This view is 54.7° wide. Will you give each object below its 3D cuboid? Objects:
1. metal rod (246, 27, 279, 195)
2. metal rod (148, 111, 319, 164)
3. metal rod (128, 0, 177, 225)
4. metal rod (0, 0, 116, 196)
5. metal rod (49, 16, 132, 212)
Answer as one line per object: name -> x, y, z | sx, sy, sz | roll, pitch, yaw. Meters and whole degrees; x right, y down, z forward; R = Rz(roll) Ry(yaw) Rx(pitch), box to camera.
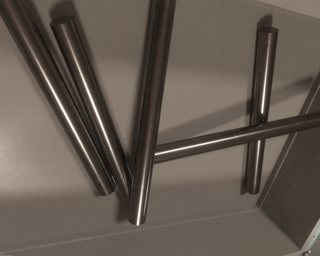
metal rod -> 0.158, -0.007, 0.493 | 0.025, 0.025, 0.298 | -19, 126, -18
metal rod -> 0.124, 0.011, 0.459 | 0.302, 0.025, 0.025 | -11, 124, -13
metal rod -> -0.013, -0.009, 0.379 | 0.025, 0.025, 0.298 | -4, 115, -27
metal rod -> -0.107, -0.031, 0.331 | 0.025, 0.025, 0.298 | -26, 128, -12
metal rod -> -0.064, 0.014, 0.383 | 0.025, 0.025, 0.298 | -25, 128, -14
